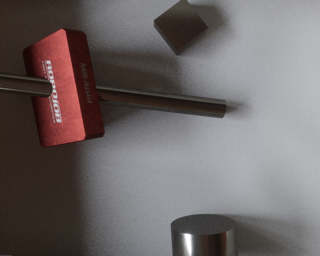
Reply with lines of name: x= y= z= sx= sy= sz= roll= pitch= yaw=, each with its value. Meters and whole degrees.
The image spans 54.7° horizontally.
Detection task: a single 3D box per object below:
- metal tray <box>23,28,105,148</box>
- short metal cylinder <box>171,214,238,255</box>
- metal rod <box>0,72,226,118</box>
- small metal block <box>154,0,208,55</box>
metal tray: x=-0.121 y=-0.045 z=0.383 sx=0.090 sy=0.030 sz=0.129 roll=-11 pitch=90 yaw=36
short metal cylinder: x=0.055 y=0.144 z=0.385 sx=0.081 sy=0.080 sz=0.050 roll=-4 pitch=90 yaw=-1
metal rod: x=-0.065 y=-0.041 z=0.391 sx=0.302 sy=0.025 sz=0.025 roll=6 pitch=90 yaw=-8
small metal block: x=0.027 y=-0.134 z=0.412 sx=0.050 sy=0.025 sz=0.050 roll=-37 pitch=90 yaw=0
